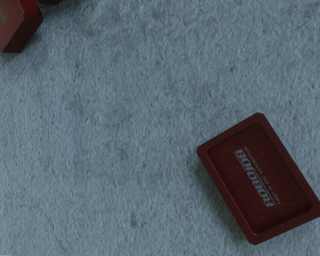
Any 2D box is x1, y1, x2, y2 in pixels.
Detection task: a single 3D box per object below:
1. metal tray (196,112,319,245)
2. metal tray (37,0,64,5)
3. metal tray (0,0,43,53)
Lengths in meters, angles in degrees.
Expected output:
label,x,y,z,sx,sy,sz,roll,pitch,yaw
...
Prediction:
label,x,y,z,sx,sy,sz,roll,pitch,yaw
metal tray,0.114,0.058,0.365,0.090,0.030,0.130,-32,80,16
metal tray,-0.153,-0.254,0.435,0.090,0.030,0.129,-14,96,33
metal tray,-0.234,-0.192,0.472,0.090,0.030,0.130,-33,79,36
